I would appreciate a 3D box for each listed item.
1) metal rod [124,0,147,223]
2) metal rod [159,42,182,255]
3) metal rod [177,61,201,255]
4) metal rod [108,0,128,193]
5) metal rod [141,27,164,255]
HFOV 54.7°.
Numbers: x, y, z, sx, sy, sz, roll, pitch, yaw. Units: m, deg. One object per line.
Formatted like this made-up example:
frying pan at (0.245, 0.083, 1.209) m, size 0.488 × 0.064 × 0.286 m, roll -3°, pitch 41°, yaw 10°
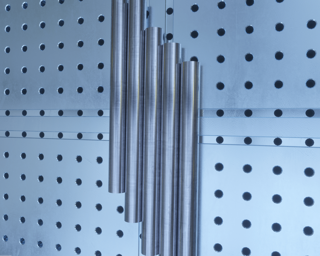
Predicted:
metal rod at (-0.033, -0.023, 0.422) m, size 0.025 × 0.025 × 0.298 m, roll 1°, pitch 90°, yaw 19°
metal rod at (0.013, 0.040, 0.406) m, size 0.025 × 0.025 × 0.298 m, roll 1°, pitch 90°, yaw 19°
metal rod at (0.037, 0.066, 0.398) m, size 0.025 × 0.025 × 0.298 m, roll 1°, pitch 90°, yaw 19°
metal rod at (-0.057, -0.060, 0.431) m, size 0.025 × 0.025 × 0.298 m, roll 1°, pitch 90°, yaw 19°
metal rod at (-0.010, 0.018, 0.414) m, size 0.025 × 0.025 × 0.298 m, roll 1°, pitch 90°, yaw 19°
